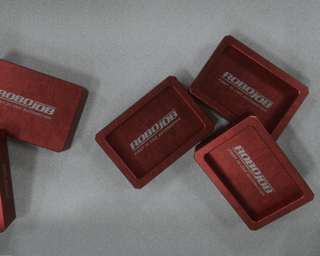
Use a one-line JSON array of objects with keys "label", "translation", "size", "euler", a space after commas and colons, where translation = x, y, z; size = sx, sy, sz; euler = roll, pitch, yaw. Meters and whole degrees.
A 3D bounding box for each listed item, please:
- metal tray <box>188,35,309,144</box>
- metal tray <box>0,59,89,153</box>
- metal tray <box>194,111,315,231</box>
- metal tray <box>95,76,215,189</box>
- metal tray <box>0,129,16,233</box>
[{"label": "metal tray", "translation": [0.114, -0.048, 0.410], "size": [0.130, 0.030, 0.090], "euler": [34, 90, -1]}, {"label": "metal tray", "translation": [-0.172, -0.030, 0.407], "size": [0.131, 0.030, 0.090], "euler": [19, 90, -1]}, {"label": "metal tray", "translation": [0.116, 0.055, 0.391], "size": [0.090, 0.030, 0.130], "euler": [-36, 96, 16]}, {"label": "metal tray", "translation": [-0.006, 0.005, 0.408], "size": [0.130, 0.030, 0.090], "euler": [-39, 91, -1]}, {"label": "metal tray", "translation": [-0.239, 0.066, 0.389], "size": [0.091, 0.030, 0.129], "euler": [1, 105, 0]}]
